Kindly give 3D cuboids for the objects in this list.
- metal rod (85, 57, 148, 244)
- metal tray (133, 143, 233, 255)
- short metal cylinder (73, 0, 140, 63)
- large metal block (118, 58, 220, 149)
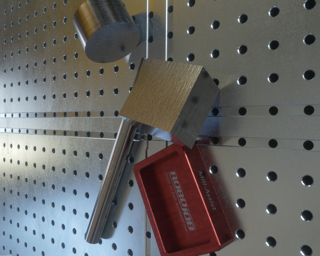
[{"bbox_3d":[-0.061,0.043,0.459,0.025,0.025,0.298,31,109,35],"label":"metal rod"},{"bbox_3d":[0.023,0.091,0.386,0.090,0.030,0.130,-31,71,35],"label":"metal tray"},{"bbox_3d":[-0.075,-0.137,0.435,0.080,0.081,0.050,-40,66,33],"label":"short metal cylinder"},{"bbox_3d":[0.011,-0.031,0.365,0.080,0.050,0.080,18,77,38],"label":"large metal block"}]
